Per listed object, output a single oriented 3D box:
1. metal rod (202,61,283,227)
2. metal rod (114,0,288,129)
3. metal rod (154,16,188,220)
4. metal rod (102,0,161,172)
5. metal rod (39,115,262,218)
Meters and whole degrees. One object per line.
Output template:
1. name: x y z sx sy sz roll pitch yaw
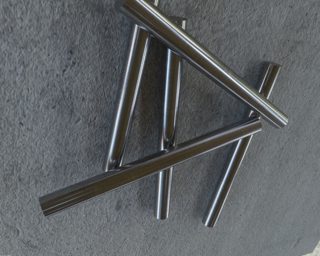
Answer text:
1. metal rod: 0.125 0.040 0.499 0.025 0.025 0.298 1 118 -29
2. metal rod: 0.073 -0.065 0.372 0.301 0.025 0.025 27 104 -37
3. metal rod: 0.010 0.008 0.416 0.025 0.025 0.298 -11 123 -23
4. metal rod: -0.027 -0.077 0.343 0.025 0.025 0.298 1 118 -29
5. metal rod: 0.002 0.043 0.399 0.302 0.025 0.025 -20 126 -17
